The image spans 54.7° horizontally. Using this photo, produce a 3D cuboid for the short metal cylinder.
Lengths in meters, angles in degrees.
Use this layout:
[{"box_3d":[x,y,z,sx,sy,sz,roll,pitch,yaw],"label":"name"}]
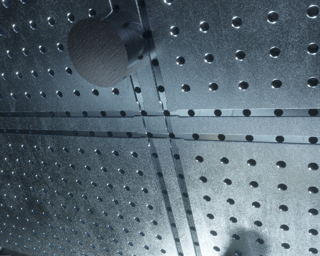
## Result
[{"box_3d":[-0.061,-0.095,0.369,0.080,0.050,0.079,13,124,21],"label":"short metal cylinder"}]
